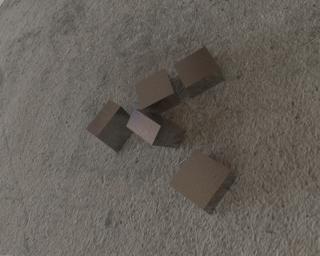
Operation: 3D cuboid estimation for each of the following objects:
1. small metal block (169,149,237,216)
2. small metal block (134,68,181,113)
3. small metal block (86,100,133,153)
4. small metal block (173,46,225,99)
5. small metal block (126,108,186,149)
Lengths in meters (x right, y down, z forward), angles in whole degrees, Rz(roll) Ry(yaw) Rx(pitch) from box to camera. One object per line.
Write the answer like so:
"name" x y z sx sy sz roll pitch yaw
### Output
"small metal block" 0.047 0.059 0.343 0.050 0.025 0.050 30 78 37
"small metal block" -0.004 -0.049 0.436 0.050 0.025 0.050 -26 53 12
"small metal block" -0.063 -0.002 0.422 0.025 0.050 0.050 29 78 37
"small metal block" 0.053 -0.076 0.423 0.050 0.025 0.050 -29 52 9
"small metal block" -0.004 0.001 0.386 0.050 0.050 0.025 34 104 38
